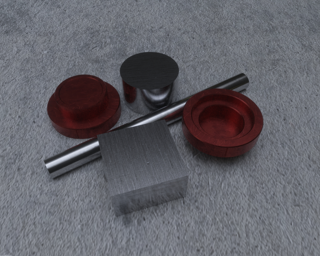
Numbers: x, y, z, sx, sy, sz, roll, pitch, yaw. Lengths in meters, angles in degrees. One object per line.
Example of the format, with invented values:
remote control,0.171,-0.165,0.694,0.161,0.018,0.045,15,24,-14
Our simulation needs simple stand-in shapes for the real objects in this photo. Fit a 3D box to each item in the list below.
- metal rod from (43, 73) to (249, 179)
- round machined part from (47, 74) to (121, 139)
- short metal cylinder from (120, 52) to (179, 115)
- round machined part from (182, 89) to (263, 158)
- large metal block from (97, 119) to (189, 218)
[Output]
metal rod,-0.003,-0.011,0.415,0.302,0.025,0.025,-25,55,-20
round machined part,-0.104,-0.036,0.422,0.099,0.042,0.098,0,50,0
short metal cylinder,-0.014,-0.064,0.441,0.081,0.050,0.080,0,50,0
round machined part,0.077,-0.002,0.395,0.099,0.042,0.098,0,50,0
large metal block,-0.021,0.044,0.352,0.081,0.050,0.080,-13,51,-11
